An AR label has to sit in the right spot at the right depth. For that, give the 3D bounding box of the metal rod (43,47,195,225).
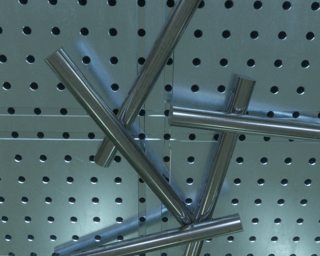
[{"bbox_3d":[-0.037,0.029,0.400,0.025,0.025,0.299,-31,117,10],"label":"metal rod"}]

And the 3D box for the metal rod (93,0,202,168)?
[{"bbox_3d":[-0.008,-0.076,0.385,0.025,0.025,0.298,27,108,-10],"label":"metal rod"}]

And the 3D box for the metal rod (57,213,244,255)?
[{"bbox_3d":[-0.028,0.174,0.460,0.301,0.025,0.025,-17,110,12],"label":"metal rod"}]

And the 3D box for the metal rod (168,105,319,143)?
[{"bbox_3d":[0.160,0.001,0.396,0.302,0.025,0.025,6,110,-11],"label":"metal rod"}]

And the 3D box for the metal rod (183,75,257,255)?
[{"bbox_3d":[0.078,0.074,0.441,0.025,0.025,0.298,11,110,-5],"label":"metal rod"}]
